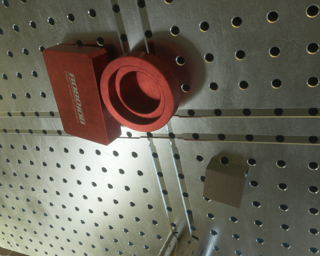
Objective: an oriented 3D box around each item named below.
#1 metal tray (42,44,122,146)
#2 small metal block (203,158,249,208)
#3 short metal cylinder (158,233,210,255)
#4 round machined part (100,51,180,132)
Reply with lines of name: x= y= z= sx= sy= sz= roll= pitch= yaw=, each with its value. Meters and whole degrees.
metal tray: x=-0.105 y=-0.045 z=0.427 sx=0.090 sy=0.030 sz=0.129 roll=13 pitch=125 yaw=31
small metal block: x=0.087 y=0.073 z=0.411 sx=0.050 sy=0.025 sz=0.050 roll=14 pitch=124 yaw=20
short metal cylinder: x=0.037 y=0.224 z=0.514 sx=0.080 sy=0.050 sz=0.079 roll=13 pitch=124 yaw=21
round machined part: x=-0.020 y=-0.047 z=0.382 sx=0.098 sy=0.042 sz=0.097 roll=13 pitch=124 yaw=20
